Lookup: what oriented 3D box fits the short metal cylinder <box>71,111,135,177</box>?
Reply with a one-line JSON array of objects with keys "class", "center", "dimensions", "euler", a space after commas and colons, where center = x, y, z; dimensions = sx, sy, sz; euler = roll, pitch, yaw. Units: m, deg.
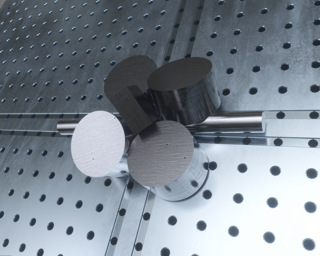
[{"class": "short metal cylinder", "center": [-0.064, 0.022, 0.392], "dimensions": [0.080, 0.050, 0.080], "euler": [-5, 80, 26]}]

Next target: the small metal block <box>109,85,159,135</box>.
[{"class": "small metal block", "center": [-0.029, -0.023, 0.371], "dimensions": [0.025, 0.050, 0.050], "euler": [-34, 93, 13]}]

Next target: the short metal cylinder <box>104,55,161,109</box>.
[{"class": "short metal cylinder", "center": [-0.031, -0.056, 0.438], "dimensions": [0.080, 0.050, 0.080], "euler": [-13, 56, 21]}]

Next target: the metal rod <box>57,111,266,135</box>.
[{"class": "metal rod", "center": [-0.018, -0.004, 0.415], "dimensions": [0.300, 0.025, 0.025], "euler": [-1, 61, 27]}]

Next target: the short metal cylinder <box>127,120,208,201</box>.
[{"class": "short metal cylinder", "center": [0.010, 0.038, 0.359], "dimensions": [0.080, 0.050, 0.080], "euler": [-13, 56, 21]}]

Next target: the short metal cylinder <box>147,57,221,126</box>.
[{"class": "short metal cylinder", "center": [0.030, -0.046, 0.383], "dimensions": [0.080, 0.050, 0.080], "euler": [-14, 34, 10]}]
